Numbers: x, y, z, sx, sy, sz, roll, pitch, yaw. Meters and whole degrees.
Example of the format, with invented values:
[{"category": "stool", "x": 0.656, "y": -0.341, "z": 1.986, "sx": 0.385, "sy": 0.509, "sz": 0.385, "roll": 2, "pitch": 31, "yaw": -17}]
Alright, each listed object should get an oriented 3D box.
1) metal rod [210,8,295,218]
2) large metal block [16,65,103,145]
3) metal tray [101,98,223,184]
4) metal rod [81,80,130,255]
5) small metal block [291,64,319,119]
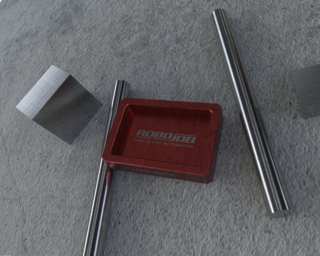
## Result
[{"category": "metal rod", "x": 0.101, "y": -0.042, "z": 0.376, "sx": 0.025, "sy": 0.025, "sz": 0.299, "roll": -18, "pitch": 55, "yaw": 17}, {"category": "large metal block", "x": -0.148, "y": -0.033, "z": 0.464, "sx": 0.050, "sy": 0.080, "sz": 0.080, "roll": 28, "pitch": 77, "yaw": 37}, {"category": "metal tray", "x": 0.005, "y": 0.012, "z": 0.376, "sx": 0.130, "sy": 0.030, "sz": 0.090, "roll": 6, "pitch": 64, "yaw": 19}, {"category": "metal rod", "x": -0.069, "y": 0.065, "z": 0.398, "sx": 0.025, "sy": 0.025, "sz": 0.299, "roll": -9, "pitch": 58, "yaw": 23}, {"category": "small metal block", "x": 0.176, "y": -0.042, "z": 0.338, "sx": 0.050, "sy": 0.025, "sz": 0.050, "roll": -13, "pitch": 56, "yaw": 20}]
